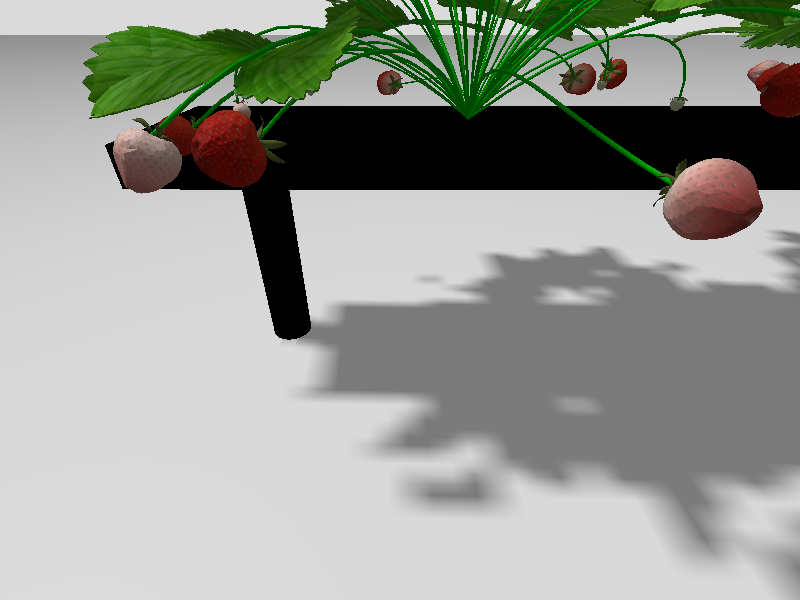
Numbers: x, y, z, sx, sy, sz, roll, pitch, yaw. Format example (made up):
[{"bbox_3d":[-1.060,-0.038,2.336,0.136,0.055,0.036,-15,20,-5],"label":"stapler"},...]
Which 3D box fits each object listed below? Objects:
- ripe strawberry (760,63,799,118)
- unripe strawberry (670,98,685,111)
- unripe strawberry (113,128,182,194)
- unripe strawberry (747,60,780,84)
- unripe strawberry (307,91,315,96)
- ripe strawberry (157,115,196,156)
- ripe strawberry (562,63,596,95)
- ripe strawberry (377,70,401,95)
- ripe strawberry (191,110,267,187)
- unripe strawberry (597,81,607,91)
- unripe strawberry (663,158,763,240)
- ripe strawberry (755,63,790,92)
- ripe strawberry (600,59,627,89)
[{"bbox_3d":[0.320,-0.171,0.327,0.042,0.041,0.039,3,35,5],"label":"ripe strawberry"},{"bbox_3d":[0.219,-0.155,0.316,0.010,0.010,0.009,0,35,1],"label":"unripe strawberry"},{"bbox_3d":[-0.116,-0.062,0.183,0.026,0.028,0.027,31,8,36],"label":"unripe strawberry"},{"bbox_3d":[0.432,-0.270,0.476,0.031,0.028,0.028,-12,36,-17],"label":"unripe strawberry"},{"bbox_3d":[-0.096,-0.228,0.430,0.014,0.015,0.015,-33,-21,-38],"label":"unripe strawberry"},{"bbox_3d":[-0.128,-0.093,0.227,0.024,0.021,0.024,-29,43,-17],"label":"ripe strawberry"},{"bbox_3d":[0.188,-0.229,0.416,0.033,0.028,0.033,-15,36,-42],"label":"ripe strawberry"},{"bbox_3d":[-0.012,-0.227,0.418,0.026,0.023,0.026,-17,38,-23],"label":"ripe strawberry"},{"bbox_3d":[-0.078,-0.067,0.181,0.029,0.032,0.031,25,44,31],"label":"ripe strawberry"},{"bbox_3d":[0.207,-0.220,0.410,0.010,0.010,0.009,-23,41,-29],"label":"unripe strawberry"},{"bbox_3d":[0.110,-0.034,0.140,0.027,0.028,0.029,-8,36,-12],"label":"unripe strawberry"},{"bbox_3d":[0.391,-0.231,0.420,0.025,0.028,0.027,-27,27,-33],"label":"ripe strawberry"},{"bbox_3d":[0.244,-0.256,0.454,0.029,0.030,0.026,-7,30,-45],"label":"ripe strawberry"}]
